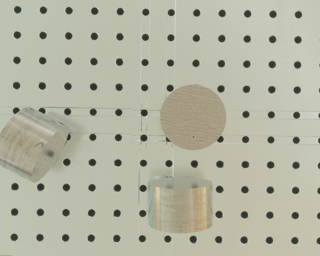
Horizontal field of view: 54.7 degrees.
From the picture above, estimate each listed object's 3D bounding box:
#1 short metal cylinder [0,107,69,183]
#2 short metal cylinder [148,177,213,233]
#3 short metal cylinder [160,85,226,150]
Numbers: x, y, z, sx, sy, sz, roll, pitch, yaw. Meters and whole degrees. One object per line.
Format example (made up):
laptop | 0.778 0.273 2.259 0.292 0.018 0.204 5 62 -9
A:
short metal cylinder | -0.157 0.021 0.385 0.050 0.080 0.080 28 90 0
short metal cylinder | 0.025 0.093 0.386 0.081 0.080 0.050 -1 90 0
short metal cylinder | 0.040 -0.013 0.401 0.081 0.050 0.079 0 90 0
